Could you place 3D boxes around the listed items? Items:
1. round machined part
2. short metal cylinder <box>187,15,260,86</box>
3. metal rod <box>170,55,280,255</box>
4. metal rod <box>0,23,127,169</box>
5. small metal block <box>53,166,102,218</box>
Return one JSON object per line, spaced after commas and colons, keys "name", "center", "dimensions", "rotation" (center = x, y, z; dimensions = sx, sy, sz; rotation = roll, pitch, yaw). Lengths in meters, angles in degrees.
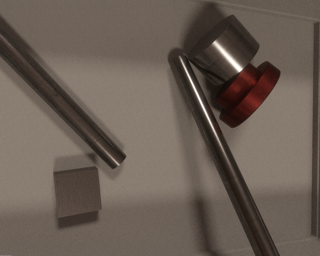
{"name": "round machined part", "center": [0.110, -0.051, 0.416], "dimensions": [0.042, 0.098, 0.098], "rotation": [37, 78, -1]}
{"name": "short metal cylinder", "center": [0.083, -0.103, 0.413], "dimensions": [0.050, 0.080, 0.080], "rotation": [43, 76, -15]}
{"name": "metal rod", "center": [0.079, 0.041, 0.382], "dimensions": [0.025, 0.025, 0.299], "rotation": [-16, 73, -20]}
{"name": "metal rod", "center": [-0.149, -0.065, 0.355], "dimensions": [0.025, 0.025, 0.300], "rotation": [-45, 105, -14]}
{"name": "small metal block", "center": [-0.100, 0.076, 0.374], "dimensions": [0.050, 0.025, 0.050], "rotation": [-6, 92, -20]}
